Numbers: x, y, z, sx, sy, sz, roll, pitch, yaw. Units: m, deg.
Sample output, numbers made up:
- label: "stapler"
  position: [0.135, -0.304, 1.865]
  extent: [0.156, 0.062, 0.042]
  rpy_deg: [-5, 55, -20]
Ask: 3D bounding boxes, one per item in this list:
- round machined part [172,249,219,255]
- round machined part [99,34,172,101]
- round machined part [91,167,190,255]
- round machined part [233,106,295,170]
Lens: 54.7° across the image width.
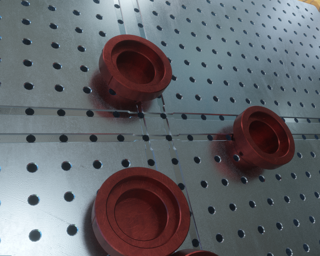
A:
- label: "round machined part"
  position: [0.027, 0.169, 0.300]
  extent: [0.099, 0.042, 0.098]
  rpy_deg: [10, 71, -32]
- label: "round machined part"
  position: [-0.036, -0.077, 0.426]
  extent: [0.099, 0.042, 0.098]
  rpy_deg: [14, 56, -21]
- label: "round machined part"
  position: [-0.022, 0.093, 0.323]
  extent: [0.099, 0.042, 0.098]
  rpy_deg: [12, 49, -14]
- label: "round machined part"
  position: [0.151, 0.018, 0.470]
  extent: [0.099, 0.042, 0.098]
  rpy_deg: [14, 56, -21]
